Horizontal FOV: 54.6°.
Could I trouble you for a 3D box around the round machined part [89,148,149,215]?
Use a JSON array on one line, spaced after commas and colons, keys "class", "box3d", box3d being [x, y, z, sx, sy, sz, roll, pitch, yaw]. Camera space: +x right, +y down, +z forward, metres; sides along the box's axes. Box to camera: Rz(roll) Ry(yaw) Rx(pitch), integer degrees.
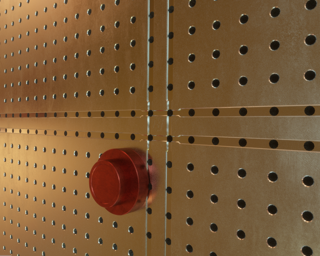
[{"class": "round machined part", "box3d": [-0.067, 0.079, 0.455, 0.098, 0.042, 0.097, 0, 90, 40]}]
